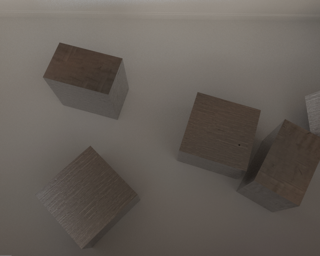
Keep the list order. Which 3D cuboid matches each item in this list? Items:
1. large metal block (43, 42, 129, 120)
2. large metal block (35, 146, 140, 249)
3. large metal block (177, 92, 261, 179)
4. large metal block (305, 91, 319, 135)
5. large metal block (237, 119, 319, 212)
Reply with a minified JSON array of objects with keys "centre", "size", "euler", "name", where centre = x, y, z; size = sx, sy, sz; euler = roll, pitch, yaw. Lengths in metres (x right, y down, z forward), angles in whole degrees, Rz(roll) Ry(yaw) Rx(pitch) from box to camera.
[{"centre":[-0.090,-0.057,0.401],"size":[0.080,0.080,0.050],"euler":[15,71,5],"name":"large metal block"},{"centre":[-0.081,0.082,0.366],"size":[0.080,0.050,0.080],"euler":[-43,76,-14],"name":"large metal block"},{"centre":[0.073,0.011,0.393],"size":[0.080,0.050,0.080],"euler":[17,71,6],"name":"large metal block"},{"centre":[0.234,-0.010,0.378],"size":[0.050,0.080,0.080],"euler":[15,66,-32],"name":"large metal block"},{"centre":[0.139,0.048,0.364],"size":[0.050,0.080,0.080],"euler":[30,73,10],"name":"large metal block"}]
